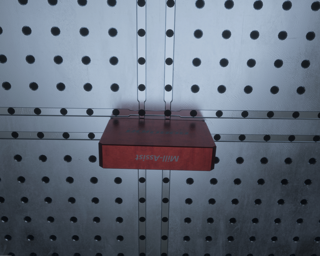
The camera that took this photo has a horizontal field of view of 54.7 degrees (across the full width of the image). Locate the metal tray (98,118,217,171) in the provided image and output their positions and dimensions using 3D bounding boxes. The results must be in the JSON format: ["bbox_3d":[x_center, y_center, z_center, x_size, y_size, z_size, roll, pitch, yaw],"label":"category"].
[{"bbox_3d":[-0.003,0.018,0.385,0.131,0.090,0.030,2,110,-1],"label":"metal tray"}]
